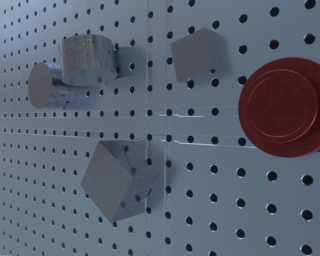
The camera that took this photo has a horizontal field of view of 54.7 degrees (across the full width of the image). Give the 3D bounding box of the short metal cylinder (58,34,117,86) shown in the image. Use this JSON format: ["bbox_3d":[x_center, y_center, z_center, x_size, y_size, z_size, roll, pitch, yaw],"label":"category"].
[{"bbox_3d":[-0.107,-0.099,0.462,0.080,0.081,0.050,-15,81,39],"label":"short metal cylinder"}]

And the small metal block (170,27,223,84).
[{"bbox_3d":[0.044,-0.085,0.373,0.050,0.025,0.050,-15,80,39],"label":"small metal block"}]

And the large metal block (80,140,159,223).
[{"bbox_3d":[-0.060,0.073,0.442,0.080,0.050,0.079,40,114,32],"label":"large metal block"}]

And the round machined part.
[{"bbox_3d":[0.120,-0.020,0.299,0.098,0.042,0.097,0,90,40],"label":"round machined part"}]

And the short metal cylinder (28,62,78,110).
[{"bbox_3d":[-0.191,-0.073,0.551,0.080,0.050,0.079,0,90,40],"label":"short metal cylinder"}]
